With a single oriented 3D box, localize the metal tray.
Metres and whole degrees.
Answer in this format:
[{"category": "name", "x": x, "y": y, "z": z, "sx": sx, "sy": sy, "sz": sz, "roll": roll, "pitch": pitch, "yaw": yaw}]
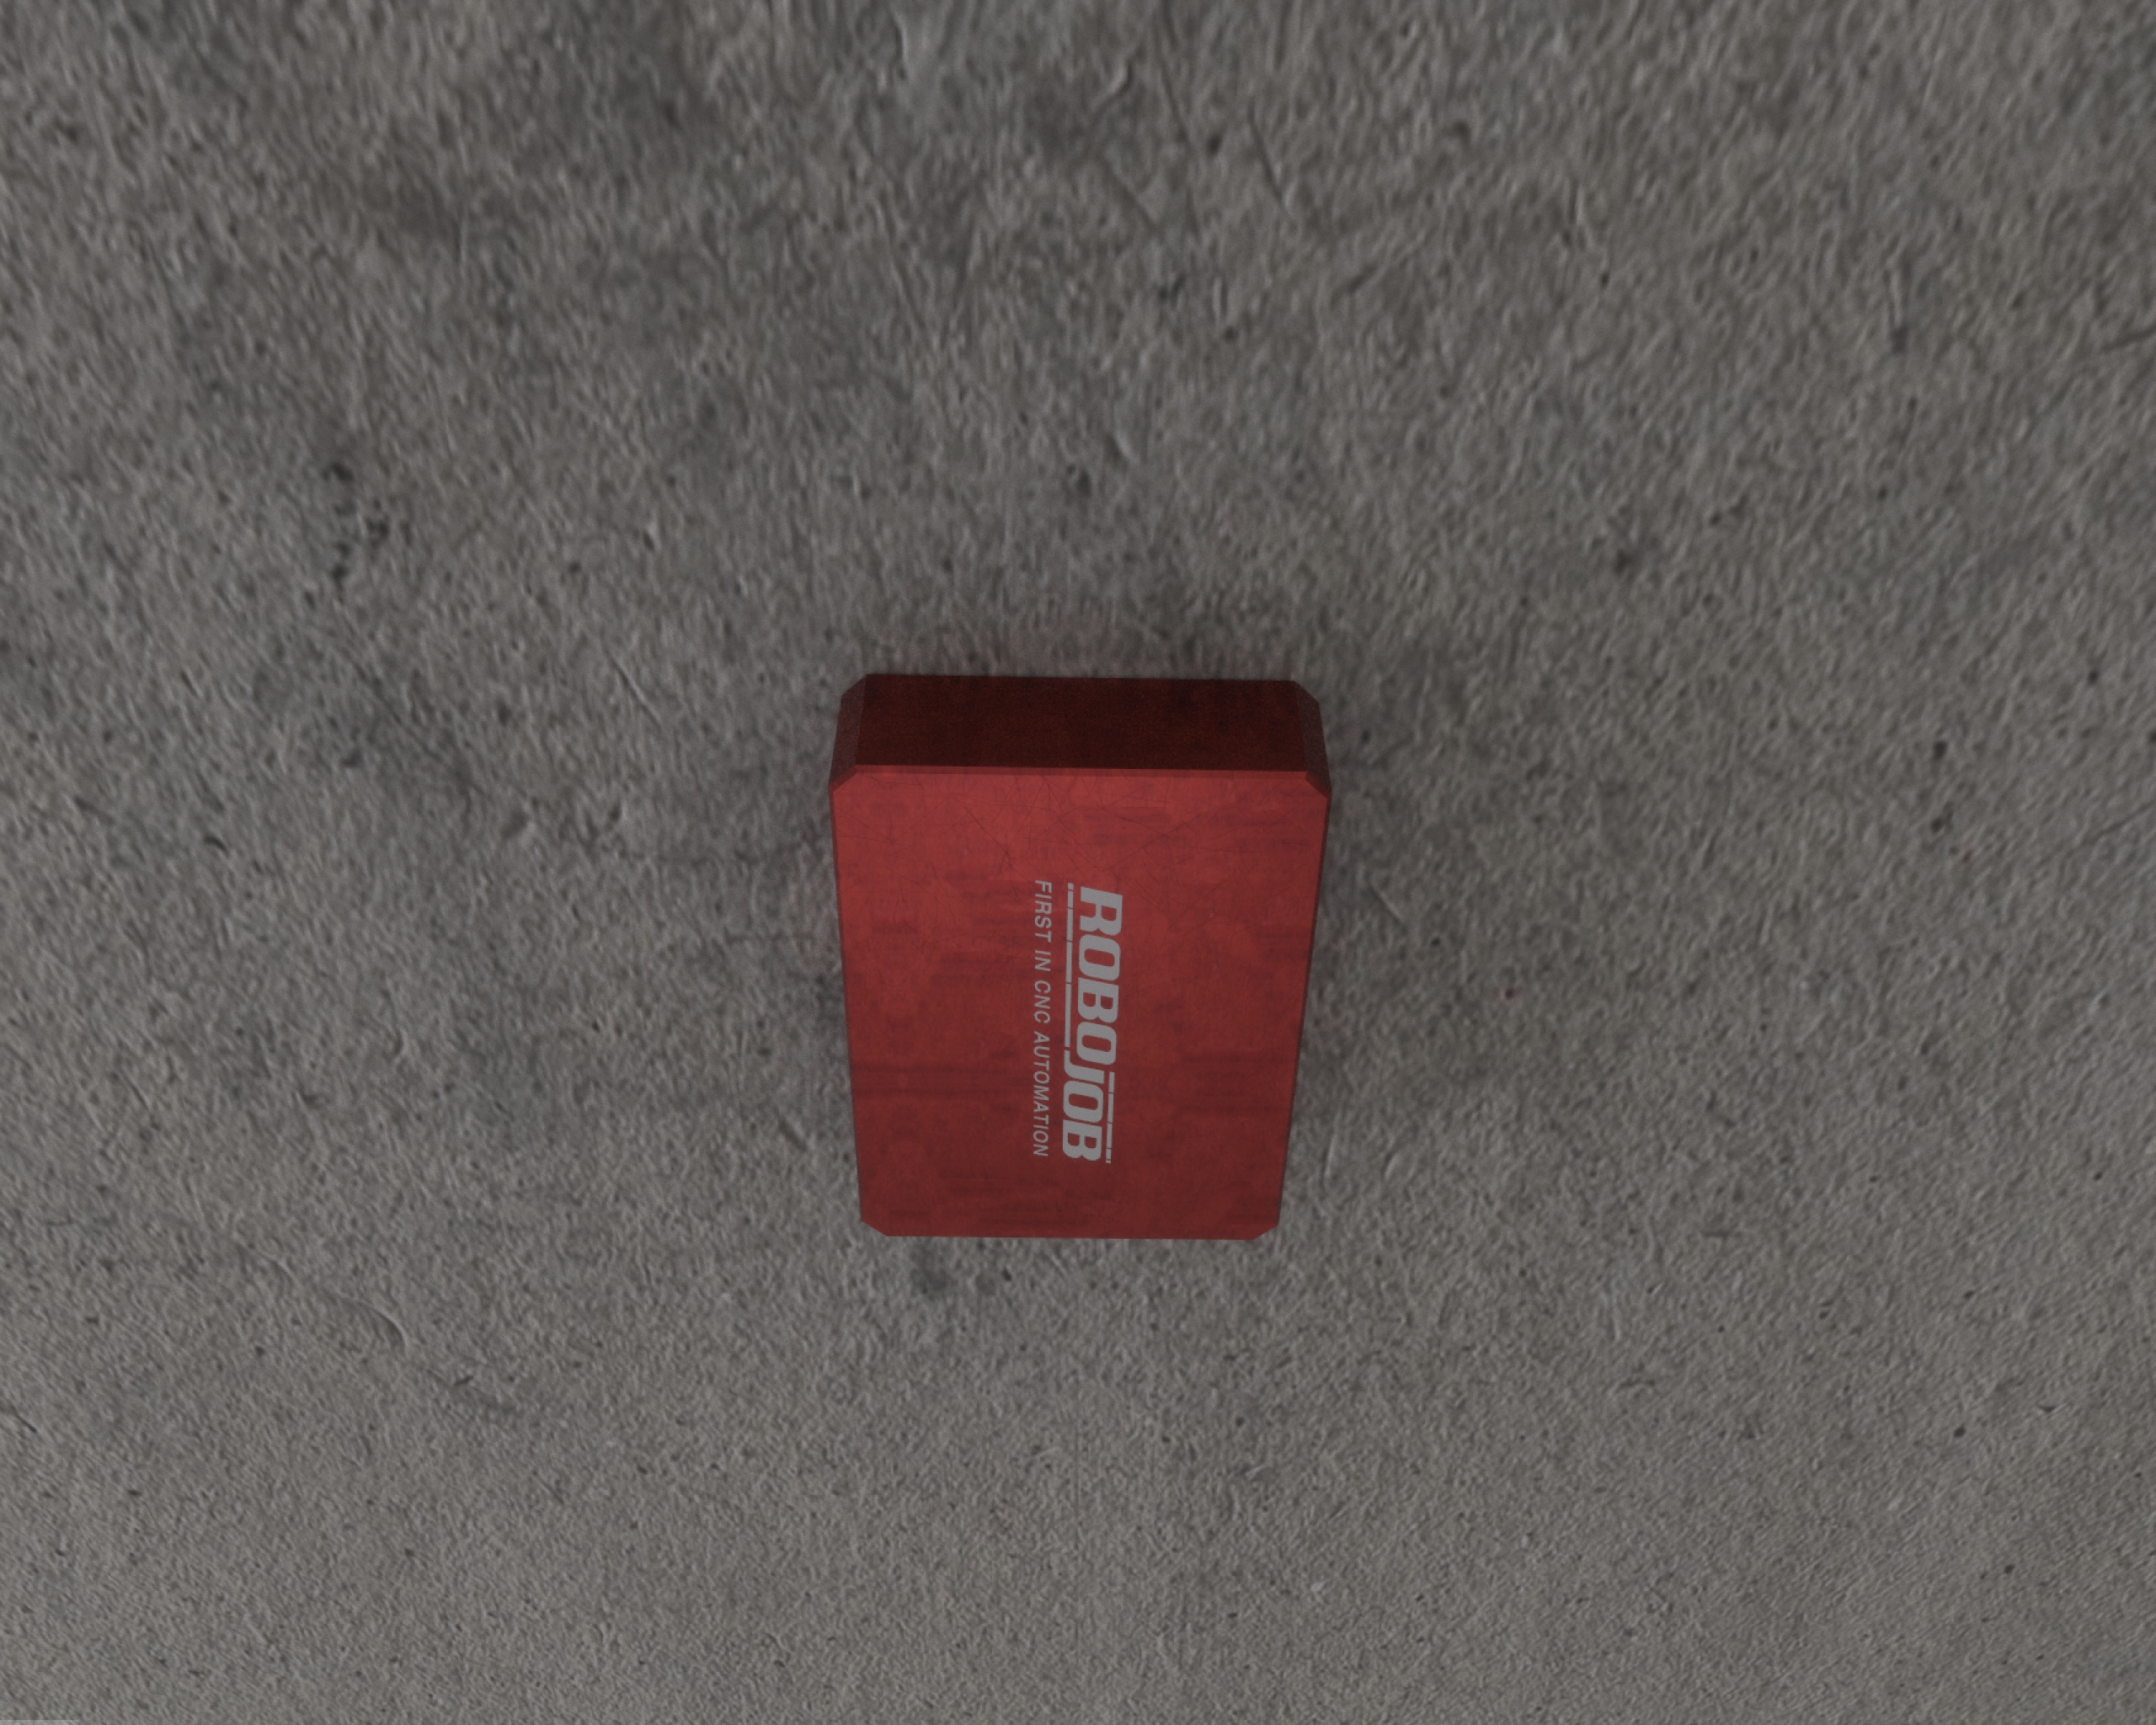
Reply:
[{"category": "metal tray", "x": -0.001, "y": 0.023, "z": 0.424, "sx": 0.090, "sy": 0.030, "sz": 0.129, "roll": 1, "pitch": 130, "yaw": -1}]
